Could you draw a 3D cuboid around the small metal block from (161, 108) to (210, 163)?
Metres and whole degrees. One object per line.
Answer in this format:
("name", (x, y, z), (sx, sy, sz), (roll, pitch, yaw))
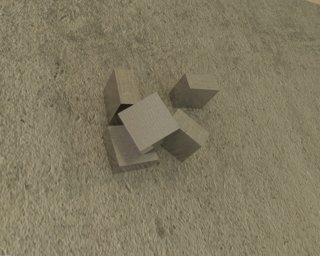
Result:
("small metal block", (0.026, 0.011, 0.395), (0.050, 0.050, 0.025), (40, 51, -2))

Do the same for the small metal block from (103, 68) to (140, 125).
("small metal block", (-0.049, -0.038, 0.384), (0.025, 0.050, 0.050), (0, 62, -28))

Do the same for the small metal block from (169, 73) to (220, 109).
("small metal block", (0.049, -0.052, 0.445), (0.050, 0.050, 0.025), (0, 62, -28))

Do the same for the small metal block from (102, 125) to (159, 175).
("small metal block", (-0.036, 0.024, 0.370), (0.050, 0.025, 0.050), (-6, 65, -31))

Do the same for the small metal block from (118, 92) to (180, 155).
("small metal block", (-0.012, -0.005, 0.354), (0.050, 0.025, 0.050), (-30, 77, -6))
